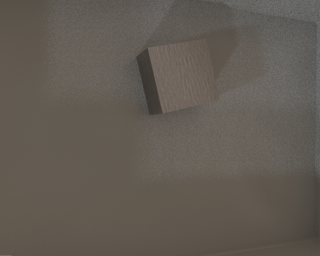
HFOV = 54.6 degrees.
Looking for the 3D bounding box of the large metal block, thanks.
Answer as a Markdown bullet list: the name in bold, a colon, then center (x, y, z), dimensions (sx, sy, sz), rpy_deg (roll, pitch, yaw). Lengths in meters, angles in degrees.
- **large metal block**: center (0.023, -0.065, 0.405), dimensions (0.081, 0.050, 0.080), rpy_deg (-14, 95, -19)
